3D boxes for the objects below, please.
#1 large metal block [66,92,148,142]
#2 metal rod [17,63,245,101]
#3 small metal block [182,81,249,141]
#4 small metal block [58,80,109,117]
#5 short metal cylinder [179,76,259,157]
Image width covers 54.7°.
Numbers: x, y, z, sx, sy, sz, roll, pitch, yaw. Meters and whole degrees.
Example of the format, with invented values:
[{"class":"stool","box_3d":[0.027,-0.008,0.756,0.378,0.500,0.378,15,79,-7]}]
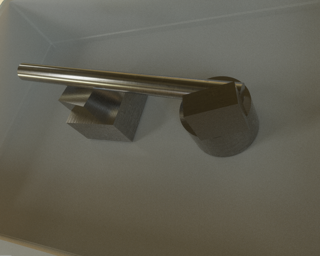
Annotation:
[{"class":"large metal block","box_3d":[-0.073,-0.029,0.440,0.080,0.050,0.080,3,63,29]},{"class":"metal rod","box_3d":[-0.053,-0.056,0.374,0.301,0.025,0.025,9,66,23]},{"class":"small metal block","box_3d":[0.055,-0.014,0.301,0.050,0.050,0.025,-14,56,20]},{"class":"small metal block","box_3d":[-0.101,-0.047,0.419,0.050,0.025,0.050,14,68,33]},{"class":"short metal cylinder","box_3d":[0.069,-0.013,0.358,0.080,0.050,0.080,-13,56,20]}]
